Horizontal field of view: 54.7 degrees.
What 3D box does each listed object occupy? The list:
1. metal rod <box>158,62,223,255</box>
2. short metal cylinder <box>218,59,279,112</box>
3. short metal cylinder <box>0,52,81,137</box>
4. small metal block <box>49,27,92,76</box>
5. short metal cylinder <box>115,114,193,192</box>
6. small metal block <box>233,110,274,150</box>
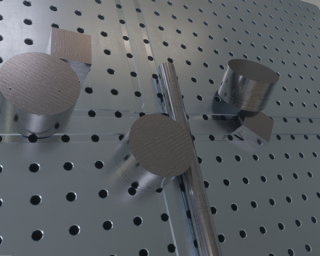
[{"bbox_3d":[0.036,0.040,0.403,0.025,0.025,0.299,3,61,-27],"label":"metal rod"},{"bbox_3d":[0.138,-0.069,0.490,0.081,0.050,0.080,10,35,-7],"label":"short metal cylinder"},{"bbox_3d":[-0.134,-0.036,0.342,0.081,0.050,0.080,14,56,-21],"label":"short metal cylinder"},{"bbox_3d":[-0.118,-0.100,0.406,0.050,0.025,0.050,6,59,-25],"label":"small metal block"},{"bbox_3d":[-0.008,0.030,0.370,0.081,0.050,0.080,14,56,-21],"label":"short metal cylinder"},{"bbox_3d":[0.149,-0.003,0.490,0.050,0.025,0.050,34,51,-6],"label":"small metal block"}]
